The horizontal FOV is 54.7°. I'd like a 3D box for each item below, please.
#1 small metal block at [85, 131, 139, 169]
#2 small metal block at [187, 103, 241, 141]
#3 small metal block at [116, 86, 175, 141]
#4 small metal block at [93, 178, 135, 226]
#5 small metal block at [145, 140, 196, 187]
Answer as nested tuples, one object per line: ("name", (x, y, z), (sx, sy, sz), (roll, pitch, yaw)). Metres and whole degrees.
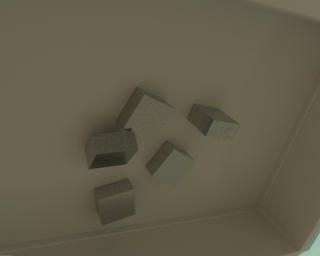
("small metal block", (-0.060, 0.027, 0.378), (0.050, 0.025, 0.050), (-5, 156, -27))
("small metal block", (0.074, -0.008, 0.430), (0.050, 0.050, 0.025), (9, 114, -33))
("small metal block", (-0.018, -0.017, 0.390), (0.050, 0.025, 0.050), (23, 106, -37))
("small metal block", (-0.064, 0.105, 0.440), (0.050, 0.025, 0.050), (-14, 124, -21))
("small metal block", (0.015, 0.053, 0.452), (0.050, 0.025, 0.050), (32, 100, -39))
